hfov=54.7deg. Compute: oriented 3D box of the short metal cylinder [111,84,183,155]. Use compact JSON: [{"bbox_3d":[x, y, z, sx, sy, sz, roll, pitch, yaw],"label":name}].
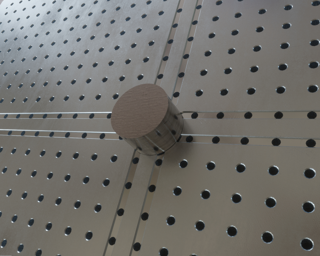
[{"bbox_3d":[-0.016,-0.011,0.405,0.080,0.050,0.080,-13,56,20],"label":"short metal cylinder"}]
